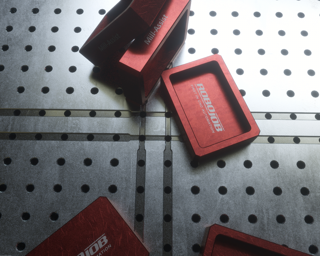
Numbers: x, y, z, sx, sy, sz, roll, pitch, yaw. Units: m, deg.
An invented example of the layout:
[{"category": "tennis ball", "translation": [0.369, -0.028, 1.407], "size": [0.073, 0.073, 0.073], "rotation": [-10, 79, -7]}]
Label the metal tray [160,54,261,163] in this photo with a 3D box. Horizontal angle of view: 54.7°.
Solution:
[{"category": "metal tray", "translation": [0.064, -0.029, 0.420], "size": [0.091, 0.030, 0.130], "rotation": [-19, 71, -8]}]

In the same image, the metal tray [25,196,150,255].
[{"category": "metal tray", "translation": [-0.088, 0.153, 0.352], "size": [0.131, 0.030, 0.090], "rotation": [-38, 75, -13]}]

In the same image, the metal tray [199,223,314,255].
[{"category": "metal tray", "translation": [0.107, 0.171, 0.347], "size": [0.131, 0.030, 0.090], "rotation": [17, 71, 5]}]

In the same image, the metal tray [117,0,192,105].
[{"category": "metal tray", "translation": [-0.005, -0.104, 0.415], "size": [0.030, 0.090, 0.130], "rotation": [29, 72, 9]}]

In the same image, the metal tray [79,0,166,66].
[{"category": "metal tray", "translation": [-0.047, -0.141, 0.404], "size": [0.030, 0.130, 0.090], "rotation": [40, 58, -25]}]
